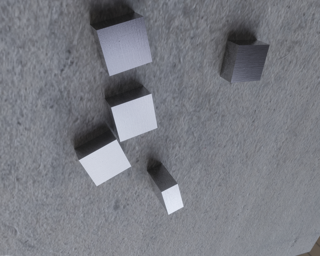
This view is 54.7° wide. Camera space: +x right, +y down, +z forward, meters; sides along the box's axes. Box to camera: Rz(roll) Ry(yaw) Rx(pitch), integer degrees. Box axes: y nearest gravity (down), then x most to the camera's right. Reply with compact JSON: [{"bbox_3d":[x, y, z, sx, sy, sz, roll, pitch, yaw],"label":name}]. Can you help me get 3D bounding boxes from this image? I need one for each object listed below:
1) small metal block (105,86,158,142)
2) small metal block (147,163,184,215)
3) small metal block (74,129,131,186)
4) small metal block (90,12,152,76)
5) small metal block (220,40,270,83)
[{"bbox_3d":[-0.034,-0.018,0.379,0.050,0.025,0.050,-21,127,-16],"label":"small metal block"},{"bbox_3d":[0.008,0.088,0.451,0.025,0.050,0.050,-25,128,-13],"label":"small metal block"},{"bbox_3d":[-0.072,0.038,0.392,0.050,0.025,0.050,-30,129,-10],"label":"small metal block"},{"bbox_3d":[-0.040,-0.090,0.330,0.050,0.025,0.050,-23,127,-15],"label":"small metal block"},{"bbox_3d":[0.113,-0.090,0.415,0.050,0.025,0.050,-8,122,-25],"label":"small metal block"}]
